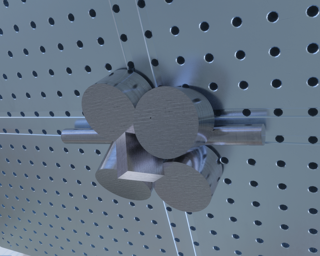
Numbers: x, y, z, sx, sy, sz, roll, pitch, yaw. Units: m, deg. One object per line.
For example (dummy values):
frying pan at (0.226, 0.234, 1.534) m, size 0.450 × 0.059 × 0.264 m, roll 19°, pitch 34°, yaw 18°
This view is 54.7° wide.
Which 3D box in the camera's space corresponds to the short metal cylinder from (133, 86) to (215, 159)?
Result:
short metal cylinder at (0.017, -0.008, 0.360) m, size 0.080 × 0.050 × 0.079 m, roll 3°, pitch 97°, yaw 28°

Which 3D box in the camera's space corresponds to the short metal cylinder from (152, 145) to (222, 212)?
short metal cylinder at (0.037, 0.064, 0.410) m, size 0.080 × 0.050 × 0.079 m, roll 13°, pitch 124°, yaw 21°

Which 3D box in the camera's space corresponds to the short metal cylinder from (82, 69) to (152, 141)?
short metal cylinder at (-0.052, -0.029, 0.399) m, size 0.080 × 0.050 × 0.079 m, roll 13°, pitch 124°, yaw 21°

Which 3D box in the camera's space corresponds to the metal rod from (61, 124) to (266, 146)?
metal rod at (-0.015, 0.010, 0.420) m, size 0.300 × 0.025 × 0.025 m, roll -1°, pitch 118°, yaw 28°

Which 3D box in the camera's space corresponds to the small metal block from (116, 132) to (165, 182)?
small metal block at (-0.025, 0.036, 0.380) m, size 0.050 × 0.050 × 0.025 m, roll 13°, pitch 146°, yaw -32°

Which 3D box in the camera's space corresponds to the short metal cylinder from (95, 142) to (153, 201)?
short metal cylinder at (-0.043, 0.059, 0.433) m, size 0.080 × 0.050 × 0.080 m, roll 14°, pitch 143°, yaw 11°
